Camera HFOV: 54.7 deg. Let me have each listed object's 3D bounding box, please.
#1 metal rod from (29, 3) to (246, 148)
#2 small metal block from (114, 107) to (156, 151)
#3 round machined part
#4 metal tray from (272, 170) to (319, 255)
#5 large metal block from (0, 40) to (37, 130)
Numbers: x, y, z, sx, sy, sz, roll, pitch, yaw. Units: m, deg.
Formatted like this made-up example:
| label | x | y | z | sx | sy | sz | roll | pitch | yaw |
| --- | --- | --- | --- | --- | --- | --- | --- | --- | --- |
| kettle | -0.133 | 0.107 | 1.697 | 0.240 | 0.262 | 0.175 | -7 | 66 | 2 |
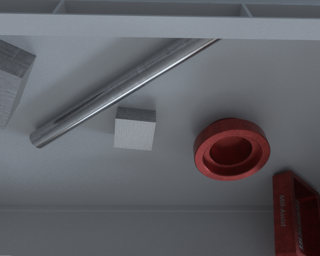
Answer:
| label | x | y | z | sx | sy | sz | roll | pitch | yaw |
| --- | --- | --- | --- | --- | --- | --- | --- | --- | --- |
| metal rod | -0.043 | -0.049 | 0.366 | 0.300 | 0.025 | 0.025 | -28 | 125 | 21 |
| small metal block | -0.033 | 0.001 | 0.410 | 0.050 | 0.025 | 0.050 | 6 | 130 | -6 |
| round machined part | 0.094 | 0.025 | 0.421 | 0.099 | 0.042 | 0.097 | -1 | 130 | 0 |
| metal tray | 0.208 | 0.140 | 0.461 | 0.090 | 0.130 | 0.030 | 35 | 138 | -26 |
| large metal block | -0.196 | -0.055 | 0.343 | 0.080 | 0.050 | 0.080 | 24 | 126 | -20 |
